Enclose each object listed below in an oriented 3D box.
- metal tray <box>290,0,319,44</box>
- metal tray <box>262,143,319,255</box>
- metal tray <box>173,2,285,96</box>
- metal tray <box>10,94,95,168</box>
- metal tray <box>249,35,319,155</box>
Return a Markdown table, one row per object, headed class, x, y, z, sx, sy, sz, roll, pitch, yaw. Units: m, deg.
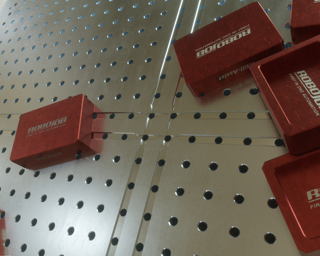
| class | x | y | z | sx | sy | sz | roll | pitch | yaw |
| --- | --- | --- | --- | --- | --- | --- | --- | --- | --- |
| metal tray | 0.232 | -0.154 | 0.378 | 0.130 | 0.030 | 0.090 | 1 | 62 | 28 |
| metal tray | 0.173 | 0.052 | 0.282 | 0.130 | 0.030 | 0.090 | -24 | 53 | 13 |
| metal tray | 0.090 | -0.108 | 0.425 | 0.130 | 0.030 | 0.090 | -23 | 53 | 14 |
| metal tray | -0.170 | 0.005 | 0.493 | 0.130 | 0.030 | 0.090 | -15 | 55 | 19 |
| metal tray | 0.157 | -0.041 | 0.326 | 0.090 | 0.030 | 0.130 | -22 | 39 | 15 |
